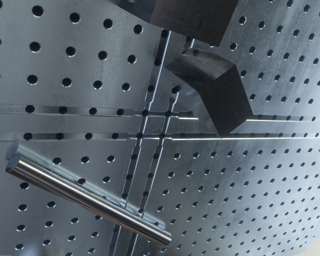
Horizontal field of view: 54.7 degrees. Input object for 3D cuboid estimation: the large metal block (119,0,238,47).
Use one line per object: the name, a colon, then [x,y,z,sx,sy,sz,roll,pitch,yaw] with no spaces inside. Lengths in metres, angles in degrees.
large metal block: [0.016,-0.125,0.308,0.081,0.080,0.050,8,114,-32]

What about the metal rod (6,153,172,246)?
metal rod: [-0.077,0.115,0.441,0.025,0.025,0.300,-46,130,3]

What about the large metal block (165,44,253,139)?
large metal block: [0.060,-0.046,0.382,0.050,0.080,0.080,-37,130,-4]
